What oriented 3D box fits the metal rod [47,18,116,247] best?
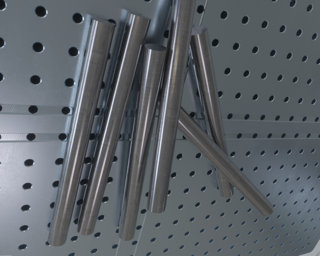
[{"bbox_3d":[-0.100,0.023,0.370,0.025,0.025,0.298,4,117,-30],"label":"metal rod"}]

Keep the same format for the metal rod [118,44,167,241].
[{"bbox_3d":[-0.028,0.039,0.410,0.025,0.025,0.298,-5,124,-26],"label":"metal rod"}]

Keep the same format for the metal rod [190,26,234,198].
[{"bbox_3d":[0.080,-0.001,0.453,0.025,0.025,0.299,-27,128,-12],"label":"metal rod"}]

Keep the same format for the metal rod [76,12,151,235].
[{"bbox_3d":[-0.064,0.013,0.383,0.025,0.025,0.298,4,117,-30],"label":"metal rod"}]

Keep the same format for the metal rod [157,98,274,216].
[{"bbox_3d":[0.091,0.050,0.460,0.025,0.025,0.300,-44,120,3],"label":"metal rod"}]

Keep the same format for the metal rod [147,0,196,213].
[{"bbox_3d":[0.013,-0.036,0.363,0.025,0.025,0.298,-2,110,-28],"label":"metal rod"}]
